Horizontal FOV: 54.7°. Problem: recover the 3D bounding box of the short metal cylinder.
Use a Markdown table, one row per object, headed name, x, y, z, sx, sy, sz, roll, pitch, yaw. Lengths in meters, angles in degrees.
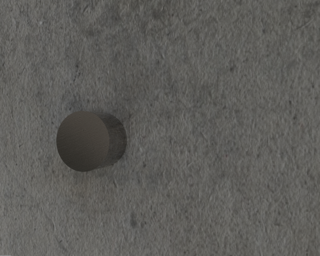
| name | x | y | z | sx | sy | sz | roll | pitch | yaw |
| --- | --- | --- | --- | --- | --- | --- | --- | --- | --- |
| short metal cylinder | -0.093 | 0.017 | 0.427 | 0.080 | 0.050 | 0.079 | 0 | 90 | 19 |
